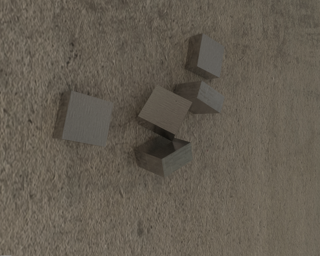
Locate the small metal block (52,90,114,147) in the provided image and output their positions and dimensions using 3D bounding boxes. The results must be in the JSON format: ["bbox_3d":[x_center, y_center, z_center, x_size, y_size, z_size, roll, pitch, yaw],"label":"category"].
[{"bbox_3d":[-0.083,-0.009,0.335,0.050,0.025,0.050,15,81,-39],"label":"small metal block"}]

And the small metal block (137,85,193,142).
[{"bbox_3d":[0.006,-0.019,0.392,0.050,0.025,0.050,27,68,5],"label":"small metal block"}]

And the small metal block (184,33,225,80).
[{"bbox_3d":[0.067,-0.105,0.460,0.050,0.025,0.050,17,79,-39],"label":"small metal block"}]

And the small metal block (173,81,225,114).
[{"bbox_3d":[0.053,-0.041,0.432,0.050,0.050,0.025,27,73,-37],"label":"small metal block"}]

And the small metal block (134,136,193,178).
[{"bbox_3d":[0.005,0.033,0.390,0.050,0.050,0.025,-26,118,-37],"label":"small metal block"}]
